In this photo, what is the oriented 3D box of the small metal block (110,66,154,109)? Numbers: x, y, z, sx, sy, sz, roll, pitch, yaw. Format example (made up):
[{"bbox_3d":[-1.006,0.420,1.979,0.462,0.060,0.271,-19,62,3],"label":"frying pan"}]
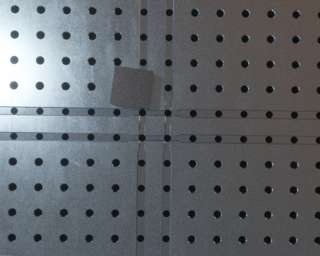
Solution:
[{"bbox_3d":[-0.037,-0.053,0.413,0.050,0.025,0.050,8,90,-1],"label":"small metal block"}]
